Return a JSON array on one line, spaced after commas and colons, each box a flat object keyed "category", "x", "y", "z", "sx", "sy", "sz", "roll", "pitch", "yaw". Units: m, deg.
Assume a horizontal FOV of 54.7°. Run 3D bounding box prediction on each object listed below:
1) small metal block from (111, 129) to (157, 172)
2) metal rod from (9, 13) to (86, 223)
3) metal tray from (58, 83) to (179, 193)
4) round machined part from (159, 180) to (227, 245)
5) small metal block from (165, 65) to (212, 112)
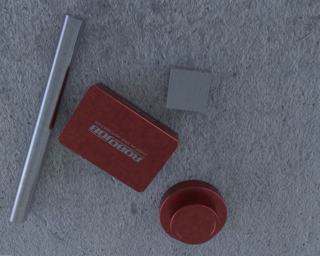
[{"category": "small metal block", "x": -0.034, "y": 0.031, "z": 0.421, "sx": 0.050, "sy": 0.025, "sz": 0.050, "roll": 35, "pitch": 106, "yaw": -13}, {"category": "metal rod", "x": -0.153, "y": 0.001, "z": 0.408, "sx": 0.025, "sy": 0.025, "sz": 0.298, "roll": 20, "pitch": 109, "yaw": -8}, {"category": "metal tray", "x": -0.052, "y": 0.013, "z": 0.404, "sx": 0.130, "sy": 0.030, "sz": 0.090, "roll": 34, "pitch": 106, "yaw": -6}, {"category": "round machined part", "x": 0.049, "y": 0.128, "z": 0.449, "sx": 0.099, "sy": 0.042, "sz": 0.097, "roll": 0, "pitch": 110, "yaw": -1}, {"category": "small metal block", "x": 0.035, "y": -0.050, "z": 0.392, "sx": 0.050, "sy": 0.025, "sz": 0.050, "roll": 6, "pitch": 110, "yaw": -3}]
